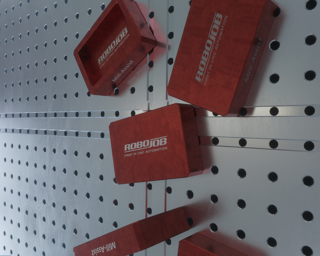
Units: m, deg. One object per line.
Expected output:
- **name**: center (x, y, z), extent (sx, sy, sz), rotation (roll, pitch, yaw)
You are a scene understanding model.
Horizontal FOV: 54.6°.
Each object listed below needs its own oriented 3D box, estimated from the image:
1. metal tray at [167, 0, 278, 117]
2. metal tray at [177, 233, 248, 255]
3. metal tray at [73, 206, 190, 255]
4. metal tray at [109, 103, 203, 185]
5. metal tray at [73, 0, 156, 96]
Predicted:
- **metal tray**: center (0.066, -0.087, 0.353), extent (0.090, 0.030, 0.129), rotation (26, 106, 37)
- **metal tray**: center (0.059, 0.202, 0.359), extent (0.090, 0.030, 0.129), rotation (12, 98, 39)
- **metal tray**: center (-0.038, 0.142, 0.399), extent (0.130, 0.091, 0.030), rotation (-33, 70, 35)
- **metal tray**: center (-0.011, 0.025, 0.416), extent (0.130, 0.030, 0.090), rotation (-14, 81, 39)
- **metal tray**: center (-0.073, -0.120, 0.467), extent (0.130, 0.030, 0.090), rotation (-39, 66, 33)
